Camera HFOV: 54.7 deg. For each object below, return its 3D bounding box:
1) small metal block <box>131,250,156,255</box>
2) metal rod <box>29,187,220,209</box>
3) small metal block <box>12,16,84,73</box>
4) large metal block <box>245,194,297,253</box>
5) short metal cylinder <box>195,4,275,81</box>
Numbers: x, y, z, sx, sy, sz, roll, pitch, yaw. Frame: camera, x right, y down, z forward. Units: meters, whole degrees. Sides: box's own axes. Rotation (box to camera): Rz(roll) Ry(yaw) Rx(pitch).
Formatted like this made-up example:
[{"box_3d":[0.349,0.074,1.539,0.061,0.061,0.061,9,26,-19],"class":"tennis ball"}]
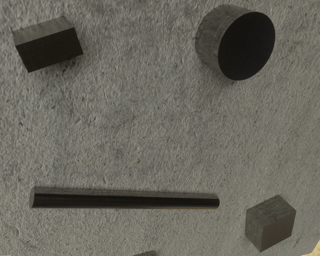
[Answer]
[{"box_3d":[-0.034,0.247,0.541,0.050,0.025,0.050,-4,120,-27],"class":"small metal block"},{"box_3d":[-0.030,0.107,0.456,0.302,0.025,0.025,10,113,-33],"class":"metal rod"},{"box_3d":[-0.104,-0.079,0.285,0.050,0.050,0.025,-24,127,-14],"class":"small metal block"},{"box_3d":[0.224,0.195,0.634,0.081,0.050,0.079,-20,126,-17],"class":"large metal block"},{"box_3d":[0.090,-0.104,0.376,0.081,0.050,0.079,-14,124,-21],"class":"short metal cylinder"}]
